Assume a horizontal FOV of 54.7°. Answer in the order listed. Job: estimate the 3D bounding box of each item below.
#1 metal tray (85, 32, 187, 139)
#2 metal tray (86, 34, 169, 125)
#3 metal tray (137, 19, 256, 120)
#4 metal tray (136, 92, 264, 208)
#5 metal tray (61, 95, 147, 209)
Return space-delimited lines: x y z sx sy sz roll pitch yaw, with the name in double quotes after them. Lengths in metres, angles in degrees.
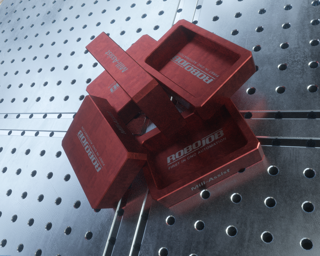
-0.030 -0.052 0.373 0.030 0.090 0.130 -42 51 0 "metal tray"
-0.040 -0.074 0.469 0.130 0.030 0.090 -43 51 -2 "metal tray"
0.041 -0.079 0.392 0.090 0.030 0.130 -45 51 -4 "metal tray"
0.041 0.024 0.366 0.130 0.030 0.090 -29 52 9 "metal tray"
-0.078 0.028 0.403 0.090 0.030 0.130 -57 48 20 "metal tray"
